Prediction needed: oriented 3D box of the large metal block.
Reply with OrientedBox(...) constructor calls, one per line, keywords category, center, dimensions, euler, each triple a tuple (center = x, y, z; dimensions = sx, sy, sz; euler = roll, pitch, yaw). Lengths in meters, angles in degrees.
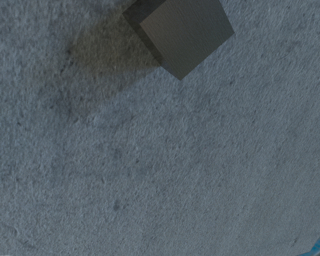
OrientedBox(category="large metal block", center=(0.021, -0.113, 0.334), dimensions=(0.080, 0.050, 0.080), euler=(-42, 130, 0))
